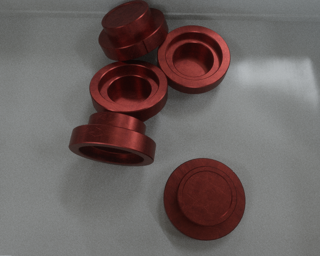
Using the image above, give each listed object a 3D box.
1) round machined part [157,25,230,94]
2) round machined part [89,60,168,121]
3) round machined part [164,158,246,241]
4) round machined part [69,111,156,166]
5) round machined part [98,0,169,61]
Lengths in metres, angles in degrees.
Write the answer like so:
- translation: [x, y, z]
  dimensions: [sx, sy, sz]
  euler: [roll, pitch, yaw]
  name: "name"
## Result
- translation: [0.045, -0.091, 0.434]
  dimensions: [0.099, 0.042, 0.098]
  euler: [0, 70, -1]
  name: "round machined part"
- translation: [-0.039, -0.042, 0.405]
  dimensions: [0.099, 0.042, 0.098]
  euler: [0, 50, 0]
  name: "round machined part"
- translation: [0.054, 0.083, 0.371]
  dimensions: [0.099, 0.042, 0.098]
  euler: [0, 70, -1]
  name: "round machined part"
- translation: [-0.053, 0.013, 0.366]
  dimensions: [0.099, 0.098, 0.042]
  euler: [7, 71, 2]
  name: "round machined part"
- translation: [-0.041, -0.140, 0.429]
  dimensions: [0.098, 0.042, 0.098]
  euler: [-12, 46, 13]
  name: "round machined part"
